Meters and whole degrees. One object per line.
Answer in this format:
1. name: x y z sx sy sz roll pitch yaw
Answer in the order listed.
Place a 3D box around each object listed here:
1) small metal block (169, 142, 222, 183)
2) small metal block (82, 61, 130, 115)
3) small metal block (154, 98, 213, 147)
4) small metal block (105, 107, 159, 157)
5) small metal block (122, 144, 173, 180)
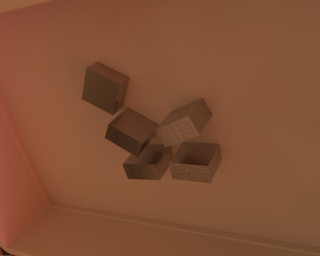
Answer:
1. small metal block: 0.046 0.042 0.393 0.050 0.050 0.025 2 119 27
2. small metal block: -0.073 -0.053 0.413 0.050 0.025 0.050 27 128 10
3. small metal block: 0.029 -0.007 0.372 0.050 0.050 0.025 -23 106 36
4. small metal block: -0.037 0.004 0.413 0.050 0.050 0.025 30 128 9
5. small metal block: -0.015 0.046 0.428 0.050 0.050 0.025 -3 117 29
